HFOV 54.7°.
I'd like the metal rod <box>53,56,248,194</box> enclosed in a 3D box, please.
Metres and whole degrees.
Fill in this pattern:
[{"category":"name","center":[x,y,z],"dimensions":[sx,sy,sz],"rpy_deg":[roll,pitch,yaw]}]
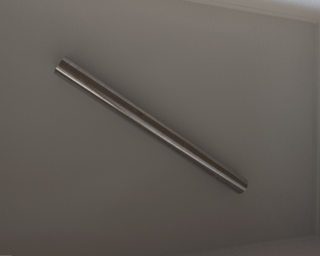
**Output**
[{"category":"metal rod","center":[0.001,0.005,0.410],"dimensions":[0.301,0.025,0.025],"rpy_deg":[34,79,-17]}]
